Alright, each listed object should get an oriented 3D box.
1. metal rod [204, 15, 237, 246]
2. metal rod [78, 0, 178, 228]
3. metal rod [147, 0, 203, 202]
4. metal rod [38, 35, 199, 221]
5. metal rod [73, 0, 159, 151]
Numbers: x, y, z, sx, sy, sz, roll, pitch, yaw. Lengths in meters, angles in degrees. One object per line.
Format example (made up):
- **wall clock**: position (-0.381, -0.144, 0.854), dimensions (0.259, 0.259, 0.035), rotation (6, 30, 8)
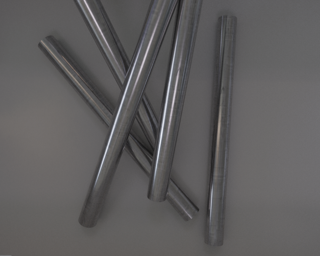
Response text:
- **metal rod**: position (0.081, 0.004, 0.411), dimensions (0.025, 0.025, 0.298), rotation (4, 90, 0)
- **metal rod**: position (-0.044, -0.005, 0.357), dimensions (0.025, 0.025, 0.298), rotation (22, 112, 0)
- **metal rod**: position (0.018, -0.052, 0.339), dimensions (0.025, 0.025, 0.298), rotation (9, 110, 0)
- **metal rod**: position (-0.054, 0.001, 0.410), dimensions (0.025, 0.025, 0.300), rotation (-40, 90, 0)
- **metal rod**: position (-0.052, -0.084, 0.346), dimensions (0.025, 0.025, 0.299), rotation (-26, 117, 0)
